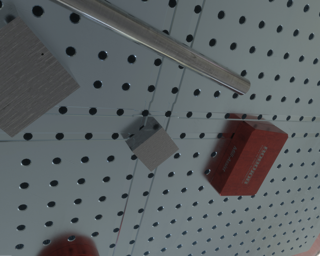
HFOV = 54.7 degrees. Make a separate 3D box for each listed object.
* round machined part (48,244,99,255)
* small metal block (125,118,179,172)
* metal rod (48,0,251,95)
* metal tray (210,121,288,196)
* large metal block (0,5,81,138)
[{"bbox_3d":[-0.135,0.228,0.469,0.099,0.042,0.097,-14,125,-21],"label":"round machined part"},{"bbox_3d":[-0.010,0.024,0.422,0.050,0.025,0.050,-39,130,-2],"label":"small metal block"},{"bbox_3d":[0.002,-0.096,0.353,0.302,0.025,0.025,18,109,-36],"label":"metal rod"},{"bbox_3d":[0.151,0.055,0.528,0.091,0.030,0.129,8,115,-32],"label":"metal tray"},{"bbox_3d":[-0.137,-0.052,0.289,0.080,0.050,0.080,-38,130,-3],"label":"large metal block"}]
